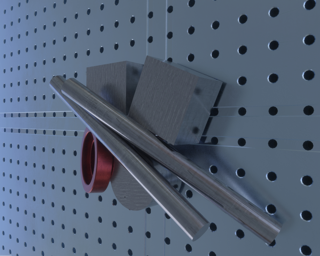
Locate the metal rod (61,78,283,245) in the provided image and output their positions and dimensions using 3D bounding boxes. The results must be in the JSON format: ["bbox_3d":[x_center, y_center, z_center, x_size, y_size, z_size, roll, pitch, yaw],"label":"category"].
[{"bbox_3d":[-0.002,0.026,0.357,0.300,0.025,0.025,34,112,19],"label":"metal rod"}]

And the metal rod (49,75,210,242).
[{"bbox_3d":[-0.056,0.018,0.383,0.300,0.025,0.025,41,115,31],"label":"metal rod"}]

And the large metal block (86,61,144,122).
[{"bbox_3d":[-0.057,-0.045,0.431,0.080,0.050,0.079,1,91,40],"label":"large metal block"}]

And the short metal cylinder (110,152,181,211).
[{"bbox_3d":[-0.019,0.062,0.402,0.080,0.050,0.079,0,90,40],"label":"short metal cylinder"}]

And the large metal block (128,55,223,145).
[{"bbox_3d":[0.016,-0.034,0.374,0.080,0.050,0.079,31,109,35],"label":"large metal block"}]

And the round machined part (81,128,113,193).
[{"bbox_3d":[-0.083,0.044,0.447,0.098,0.042,0.097,-13,75,62],"label":"round machined part"}]
